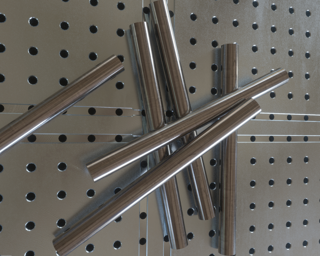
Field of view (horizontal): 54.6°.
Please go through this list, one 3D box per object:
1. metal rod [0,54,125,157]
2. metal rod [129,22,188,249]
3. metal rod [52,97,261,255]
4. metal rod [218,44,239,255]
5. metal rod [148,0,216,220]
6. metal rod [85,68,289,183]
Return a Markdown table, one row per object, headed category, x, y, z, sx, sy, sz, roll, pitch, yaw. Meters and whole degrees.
| category | x | y | z | sx | sy | sz | roll | pitch | yaw |
| --- | --- | --- | --- | --- | --- | --- | --- | --- | --- |
| metal rod | -0.167 | 0.007 | 0.351 | 0.301 | 0.025 | 0.025 | -38 | 102 | -16 |
| metal rod | -0.001 | 0.013 | 0.412 | 0.025 | 0.025 | 0.298 | -12 | 94 | -20 |
| metal rod | 0.002 | 0.057 | 0.387 | 0.301 | 0.025 | 0.025 | -35 | 102 | -7 |
| metal rod | 0.099 | 0.030 | 0.448 | 0.025 | 0.025 | 0.298 | 1 | 90 | -20 |
| metal rod | 0.032 | -0.020 | 0.423 | 0.025 | 0.025 | 0.299 | -15 | 95 | -19 |
| metal rod | 0.048 | -0.012 | 0.402 | 0.302 | 0.025 | 0.025 | -26 | 99 | -18 |
